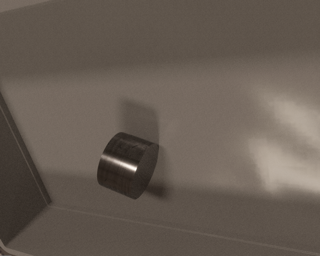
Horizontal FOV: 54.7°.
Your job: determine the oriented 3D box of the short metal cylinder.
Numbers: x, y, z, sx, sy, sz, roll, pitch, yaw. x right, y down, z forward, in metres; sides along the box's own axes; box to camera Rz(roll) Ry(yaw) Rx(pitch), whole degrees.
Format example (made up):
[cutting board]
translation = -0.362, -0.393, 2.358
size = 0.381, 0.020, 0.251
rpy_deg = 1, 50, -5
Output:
[short metal cylinder]
translation = -0.042, 0.051, 0.425
size = 0.050, 0.080, 0.079
rpy_deg = 19, 126, 17
